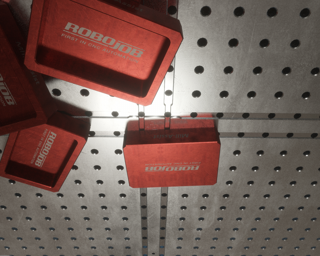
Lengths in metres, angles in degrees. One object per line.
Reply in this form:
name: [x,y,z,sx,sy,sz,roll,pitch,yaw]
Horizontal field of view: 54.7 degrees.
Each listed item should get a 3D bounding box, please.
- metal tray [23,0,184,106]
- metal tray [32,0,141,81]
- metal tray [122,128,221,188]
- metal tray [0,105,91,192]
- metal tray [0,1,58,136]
metal tray: [-0.054,-0.080,0.298,0.131,0.030,0.089,17,128,-15]
metal tray: [-0.072,-0.115,0.309,0.091,0.030,0.129,15,129,-13]
metal tray: [0.017,0.045,0.447,0.131,0.030,0.089,-2,130,1]
metal tray: [-0.164,0.031,0.432,0.091,0.030,0.129,23,126,-19]
metal tray: [-0.182,-0.058,0.334,0.090,0.030,0.129,-14,114,11]
